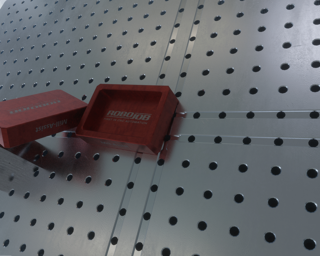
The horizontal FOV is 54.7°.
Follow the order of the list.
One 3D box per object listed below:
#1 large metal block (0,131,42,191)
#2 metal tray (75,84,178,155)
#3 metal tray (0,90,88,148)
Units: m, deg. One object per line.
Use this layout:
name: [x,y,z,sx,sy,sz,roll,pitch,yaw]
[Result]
large metal block: [-0.243,0.044,0.473,0.080,0.080,0.050,-29,52,10]
metal tray: [-0.049,-0.017,0.440,0.130,0.030,0.090,6,65,31]
metal tray: [-0.184,-0.019,0.463,0.090,0.030,0.131,26,34,37]
